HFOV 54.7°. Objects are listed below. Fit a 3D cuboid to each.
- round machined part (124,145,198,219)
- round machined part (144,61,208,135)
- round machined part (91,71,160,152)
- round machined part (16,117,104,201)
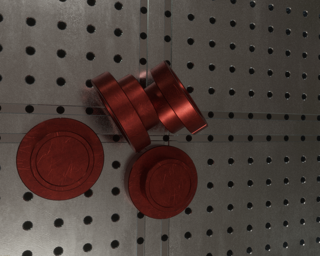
[{"bbox_3d":[0.006,0.072,0.407,0.099,0.042,0.097,0,90,-21],"label":"round machined part"},{"bbox_3d":[0.016,-0.032,0.387,0.042,0.098,0.098,-34,103,10],"label":"round machined part"},{"bbox_3d":[-0.036,-0.023,0.359,0.042,0.098,0.098,-32,101,-9],"label":"round machined part"},{"bbox_3d":[-0.114,0.036,0.362,0.099,0.042,0.097,0,90,-21],"label":"round machined part"}]
